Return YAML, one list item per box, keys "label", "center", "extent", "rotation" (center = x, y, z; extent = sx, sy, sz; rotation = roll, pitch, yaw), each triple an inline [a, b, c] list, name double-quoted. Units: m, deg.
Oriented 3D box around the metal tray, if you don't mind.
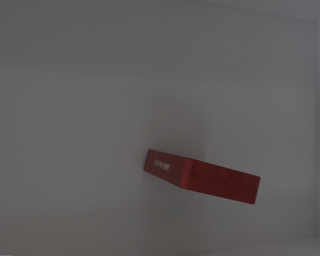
- label: "metal tray"
  center: [0.043, 0.054, 0.370]
  extent: [0.091, 0.130, 0.030]
  rotation: [16, 85, -19]
